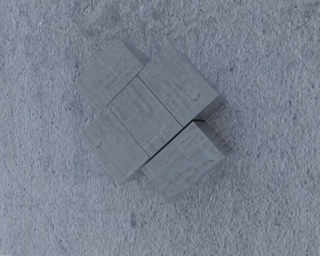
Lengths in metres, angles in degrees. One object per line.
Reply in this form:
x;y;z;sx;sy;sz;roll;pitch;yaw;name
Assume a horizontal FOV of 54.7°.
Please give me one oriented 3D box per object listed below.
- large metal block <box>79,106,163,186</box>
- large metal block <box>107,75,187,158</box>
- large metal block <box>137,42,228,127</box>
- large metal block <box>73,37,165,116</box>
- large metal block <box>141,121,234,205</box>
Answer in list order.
-0.040;0.020;0.395;0.050;0.080;0.080;-44;77;15;large metal block
-0.005;-0.013;0.382;0.050;0.080;0.080;-44;77;15;large metal block
0.031;-0.047;0.370;0.050;0.080;0.080;-44;77;15;large metal block
-0.048;-0.060;0.397;0.080;0.080;0.050;-44;77;14;large metal block
0.036;0.038;0.368;0.080;0.080;0.050;-44;77;14;large metal block
